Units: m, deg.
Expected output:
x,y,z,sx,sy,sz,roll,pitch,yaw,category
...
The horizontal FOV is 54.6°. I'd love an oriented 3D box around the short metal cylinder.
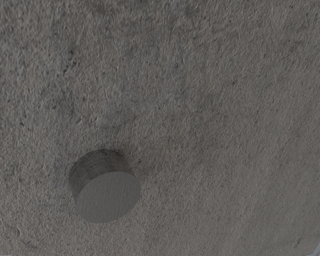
x,y,z,sx,sy,sz,roll,pitch,yaw,category
-0.071,0.074,0.397,0.081,0.050,0.080,-14,124,-21,short metal cylinder
